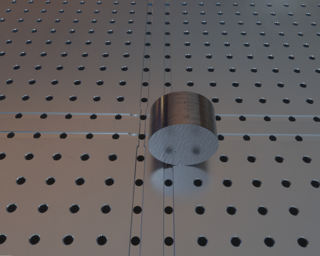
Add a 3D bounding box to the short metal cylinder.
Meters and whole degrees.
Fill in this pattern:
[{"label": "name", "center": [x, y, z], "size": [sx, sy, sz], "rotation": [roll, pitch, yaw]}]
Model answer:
[{"label": "short metal cylinder", "center": [0.027, 0.002, 0.371], "size": [0.081, 0.080, 0.050], "rotation": [1, 50, 1]}]
